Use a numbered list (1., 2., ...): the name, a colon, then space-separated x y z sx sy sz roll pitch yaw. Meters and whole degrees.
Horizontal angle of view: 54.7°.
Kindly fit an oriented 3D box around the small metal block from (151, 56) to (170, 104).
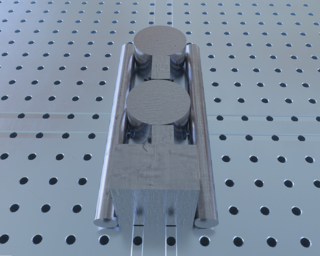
1. small metal block: 0.001 -0.069 0.447 0.025 0.050 0.050 1 50 1

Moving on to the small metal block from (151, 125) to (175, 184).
1. small metal block: 0.003 0.032 0.364 0.025 0.050 0.050 0 50 0

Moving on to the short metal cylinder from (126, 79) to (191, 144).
1. short metal cylinder: -0.002 -0.018 0.406 0.080 0.050 0.080 0 50 0

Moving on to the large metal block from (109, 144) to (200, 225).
1. large metal block: -0.004 0.061 0.321 0.080 0.080 0.050 1 50 0

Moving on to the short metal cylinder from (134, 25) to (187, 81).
1. short metal cylinder: 0.000 -0.118 0.490 0.080 0.050 0.080 0 50 0

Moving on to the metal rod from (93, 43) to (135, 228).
1. metal rod: -0.054 -0.016 0.419 0.025 0.025 0.300 1 50 1

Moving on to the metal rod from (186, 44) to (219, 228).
1. metal rod: 0.051 -0.015 0.419 0.025 0.025 0.300 1 50 1
